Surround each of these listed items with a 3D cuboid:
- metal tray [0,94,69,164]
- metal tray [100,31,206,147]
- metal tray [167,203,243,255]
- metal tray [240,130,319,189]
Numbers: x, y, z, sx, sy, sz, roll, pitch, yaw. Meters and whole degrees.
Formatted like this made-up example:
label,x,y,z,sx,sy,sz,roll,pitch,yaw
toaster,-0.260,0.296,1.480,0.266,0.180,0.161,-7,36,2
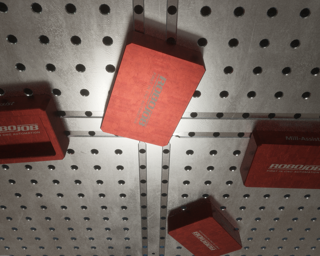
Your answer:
label,x,y,z,sx,sy,sz,roll,pitch,yaw
metal tray,-0.198,0.005,0.409,0.131,0.030,0.089,-5,130,3
metal tray,-0.013,-0.041,0.374,0.091,0.030,0.129,15,129,-13
metal tray,0.085,0.197,0.578,0.090,0.030,0.130,-27,126,21
metal tray,0.193,0.048,0.453,0.131,0.030,0.089,2,130,-3
